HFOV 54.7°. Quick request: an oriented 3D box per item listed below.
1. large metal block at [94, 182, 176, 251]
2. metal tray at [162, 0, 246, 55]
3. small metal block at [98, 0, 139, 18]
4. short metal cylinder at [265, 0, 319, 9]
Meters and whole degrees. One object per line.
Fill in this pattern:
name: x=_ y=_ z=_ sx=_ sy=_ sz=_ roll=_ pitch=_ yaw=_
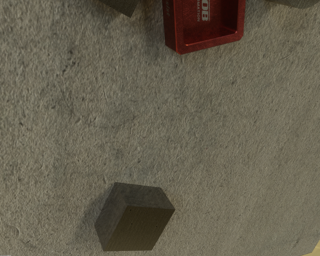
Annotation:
large metal block: x=-0.038 y=0.130 z=0.451 sx=0.081 sy=0.050 sz=0.080 roll=15 pitch=111 yaw=-34
metal tray: x=0.048 y=-0.154 z=0.334 sx=0.091 sy=0.030 sz=0.129 roll=-18 pitch=126 yaw=-18
small metal block: x=-0.042 y=-0.142 z=0.296 sx=0.050 sy=0.025 sz=0.050 roll=18 pitch=109 yaw=-35
short metal cylinder: x=0.159 y=-0.186 z=0.362 sx=0.081 sy=0.050 sz=0.079 roll=-14 pitch=124 yaw=-21
